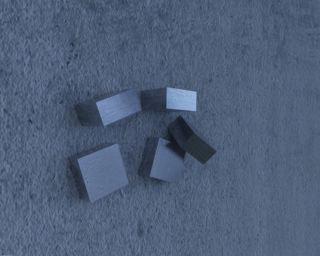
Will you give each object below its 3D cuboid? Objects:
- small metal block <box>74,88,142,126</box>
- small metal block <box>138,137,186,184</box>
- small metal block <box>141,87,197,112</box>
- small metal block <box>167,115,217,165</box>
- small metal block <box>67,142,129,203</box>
[{"bbox_3d":[-0.057,-0.023,0.340,0.050,0.050,0.025,-27,107,-37],"label":"small metal block"},{"bbox_3d":[0.004,0.043,0.408,0.050,0.025,0.050,23,76,-38],"label":"small metal block"},{"bbox_3d":[0.011,-0.035,0.397,0.050,0.050,0.025,2,89,-40],"label":"small metal block"},{"bbox_3d":[0.043,0.016,0.421,0.025,0.050,0.050,-46,124,10],"label":"small metal block"},{"bbox_3d":[-0.069,0.048,0.347,0.050,0.025,0.050,-22,104,-38],"label":"small metal block"}]
